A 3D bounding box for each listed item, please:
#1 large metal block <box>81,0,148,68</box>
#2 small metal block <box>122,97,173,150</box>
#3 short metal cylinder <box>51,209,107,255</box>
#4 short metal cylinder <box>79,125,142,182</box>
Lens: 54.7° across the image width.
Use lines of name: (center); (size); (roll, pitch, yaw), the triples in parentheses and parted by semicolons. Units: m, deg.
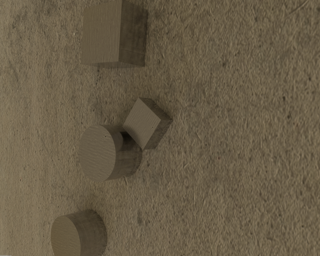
large metal block: (-0.066, -0.129, 0.443); (0.080, 0.050, 0.079); (7, 94, 39)
small metal block: (-0.018, -0.006, 0.420); (0.050, 0.025, 0.050); (46, 117, 30)
short metal cylinder: (-0.131, 0.176, 0.497); (0.080, 0.050, 0.080); (0, 90, 40)
short metal cylinder: (-0.072, 0.035, 0.449); (0.080, 0.050, 0.080); (0, 90, 40)
